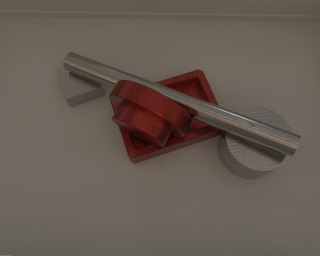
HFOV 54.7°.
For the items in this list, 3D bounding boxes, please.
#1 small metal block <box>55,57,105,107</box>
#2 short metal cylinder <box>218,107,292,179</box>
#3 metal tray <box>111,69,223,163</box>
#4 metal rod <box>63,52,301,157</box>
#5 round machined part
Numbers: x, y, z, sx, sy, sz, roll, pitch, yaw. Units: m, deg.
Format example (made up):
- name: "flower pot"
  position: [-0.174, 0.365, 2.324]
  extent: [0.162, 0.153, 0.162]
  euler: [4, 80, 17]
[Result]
- name: "small metal block"
  position: [-0.111, -0.064, 0.430]
  extent: [0.050, 0.025, 0.050]
  euler: [-21, 72, -8]
- name: "short metal cylinder"
  position: [0.118, 0.020, 0.389]
  extent: [0.081, 0.050, 0.080]
  euler: [0, 70, 0]
- name: "metal tray"
  position: [0.010, -0.017, 0.411]
  extent: [0.131, 0.030, 0.090]
  euler: [-18, 71, -7]
- name: "metal rod"
  position: [0.015, -0.035, 0.377]
  extent: [0.301, 0.025, 0.025]
  euler: [22, 71, 14]
- name: "round machined part"
  position: [-0.016, -0.012, 0.360]
  extent: [0.098, 0.098, 0.042]
  euler: [26, 80, 9]
